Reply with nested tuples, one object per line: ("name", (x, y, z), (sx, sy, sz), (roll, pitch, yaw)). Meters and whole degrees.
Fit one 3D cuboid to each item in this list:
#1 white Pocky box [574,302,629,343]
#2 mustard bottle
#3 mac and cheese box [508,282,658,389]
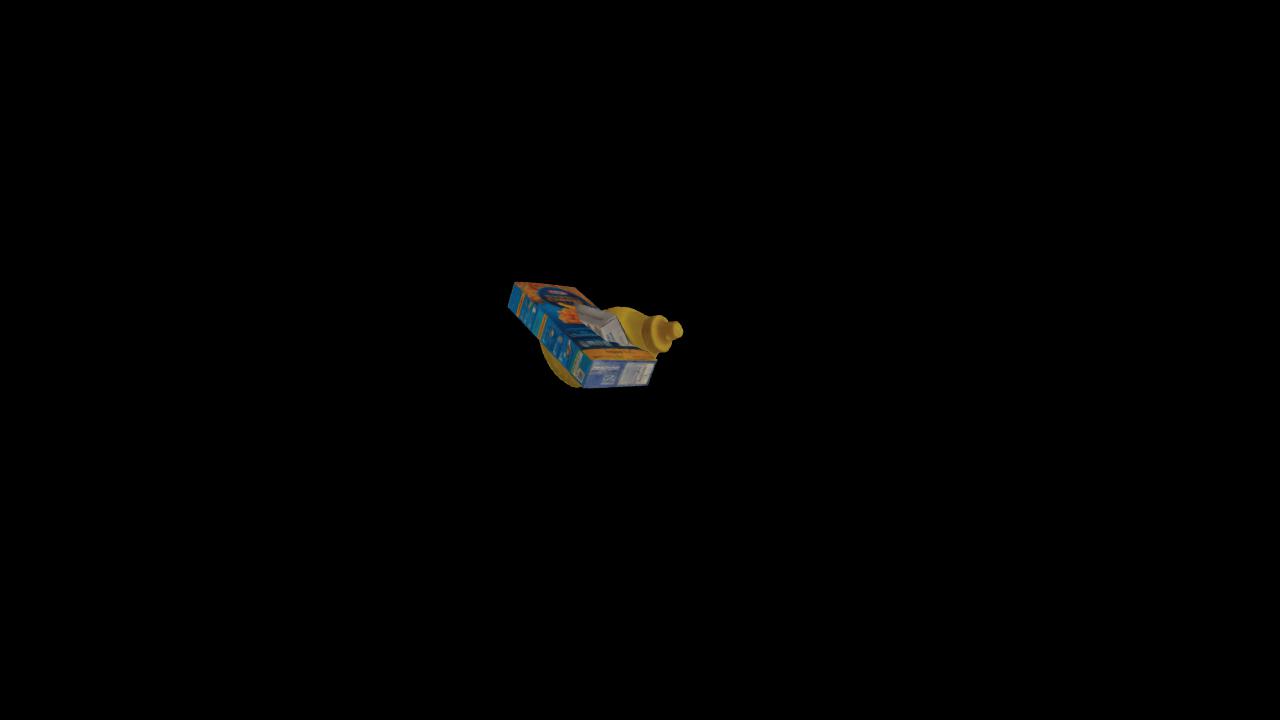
("white Pocky box", (-0.063, -0.027, 0.734), (0.028, 0.084, 0.154), (-38, 33, -22))
("mustard bottle", (-0.029, -0.019, 0.726), (0.184, 0.092, 0.054), (-11, 26, 36))
("mac and cheese box", (-0.070, -0.032, 0.707), (0.093, 0.041, 0.184), (-2, 32, -41))
